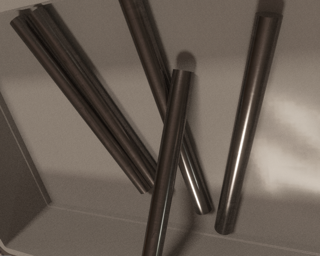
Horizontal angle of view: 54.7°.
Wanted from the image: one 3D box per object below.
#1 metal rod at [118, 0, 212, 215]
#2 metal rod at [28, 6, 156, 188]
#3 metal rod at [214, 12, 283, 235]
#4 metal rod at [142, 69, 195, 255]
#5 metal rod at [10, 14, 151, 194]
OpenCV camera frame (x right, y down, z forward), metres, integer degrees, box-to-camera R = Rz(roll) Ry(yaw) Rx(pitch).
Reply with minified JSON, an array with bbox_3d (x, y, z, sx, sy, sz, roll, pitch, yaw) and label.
[{"bbox_3d":[0.015,-0.013,0.391,0.025,0.025,0.298,-7,115,31],"label":"metal rod"},{"bbox_3d":[-0.076,-0.028,0.429,0.025,0.025,0.299,-25,106,36],"label":"metal rod"},{"bbox_3d":[0.097,0.020,0.369,0.025,0.025,0.298,15,125,19],"label":"metal rod"},{"bbox_3d":[0.003,0.080,0.377,0.025,0.025,0.298,13,99,21],"label":"metal rod"},{"bbox_3d":[-0.105,-0.026,0.445,0.025,0.025,0.299,-27,104,37],"label":"metal rod"}]
